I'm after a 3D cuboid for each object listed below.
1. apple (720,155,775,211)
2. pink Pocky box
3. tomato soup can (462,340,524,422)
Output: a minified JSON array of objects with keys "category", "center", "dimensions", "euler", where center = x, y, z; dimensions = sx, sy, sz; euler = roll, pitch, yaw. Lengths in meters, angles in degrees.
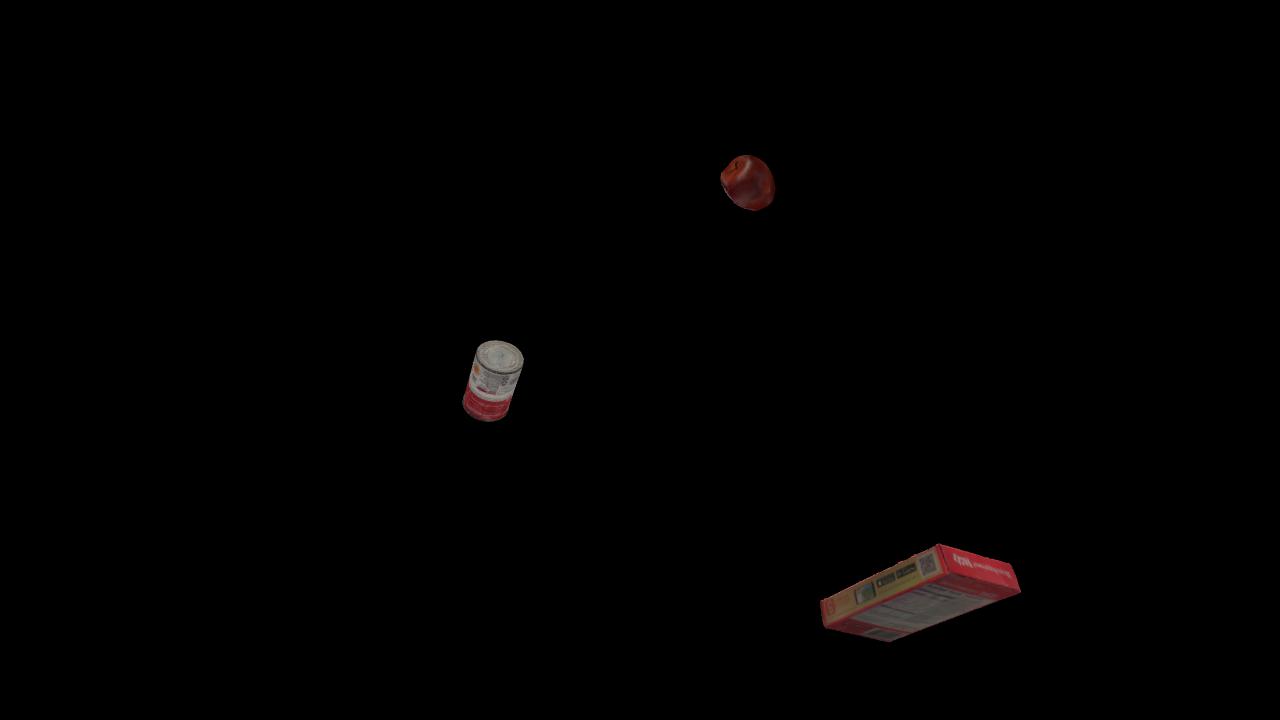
[{"category":"apple","center":[0.171,-0.276,0.961],"dimensions":[0.079,0.079,0.093],"euler":[0,-28,46]},{"category":"pink Pocky box","center":[0.245,0.213,0.552],"dimensions":[0.084,0.029,0.155],"euler":[19,-44,-18]},{"category":"tomato soup can","center":[-0.208,0.029,0.869],"dimensions":[0.068,0.101,0.068],"euler":[16,39,-13]}]
